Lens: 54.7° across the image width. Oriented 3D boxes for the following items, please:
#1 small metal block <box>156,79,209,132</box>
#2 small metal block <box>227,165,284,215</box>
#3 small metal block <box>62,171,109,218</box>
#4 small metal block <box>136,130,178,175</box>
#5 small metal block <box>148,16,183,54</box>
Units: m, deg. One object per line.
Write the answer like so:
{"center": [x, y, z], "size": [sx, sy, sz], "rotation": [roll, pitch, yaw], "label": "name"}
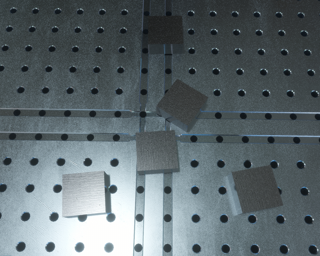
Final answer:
{"center": [0.030, -0.031, 0.423], "size": [0.050, 0.025, 0.050], "rotation": [33, 73, 11], "label": "small metal block"}
{"center": [0.117, 0.077, 0.385], "size": [0.050, 0.025, 0.050], "rotation": [-10, 70, -4], "label": "small metal block"}
{"center": [-0.091, 0.082, 0.381], "size": [0.050, 0.025, 0.050], "rotation": [-5, 70, -3], "label": "small metal block"}
{"center": [-0.004, 0.032, 0.400], "size": [0.050, 0.025, 0.050], "rotation": [-4, 70, -2], "label": "small metal block"}
{"center": [0.008, -0.139, 0.463], "size": [0.050, 0.025, 0.050], "rotation": [-1, 70, -1], "label": "small metal block"}
